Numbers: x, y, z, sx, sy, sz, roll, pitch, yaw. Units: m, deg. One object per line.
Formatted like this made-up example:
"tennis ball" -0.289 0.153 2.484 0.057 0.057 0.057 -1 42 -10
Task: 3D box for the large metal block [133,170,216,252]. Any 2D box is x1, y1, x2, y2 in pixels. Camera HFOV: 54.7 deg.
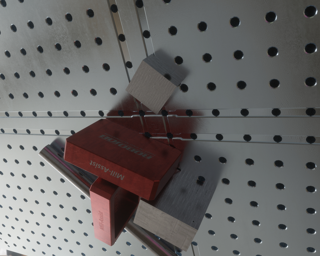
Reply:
"large metal block" 0.021 0.107 0.430 0.080 0.080 0.050 26 127 12

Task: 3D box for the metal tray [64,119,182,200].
"metal tray" -0.047 0.036 0.412 0.130 0.090 0.030 22 117 14

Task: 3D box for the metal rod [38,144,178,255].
"metal rod" -0.088 0.136 0.539 0.300 0.025 0.025 41 129 -1

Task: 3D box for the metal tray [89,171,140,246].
"metal tray" -0.059 0.099 0.447 0.030 0.090 0.129 22 135 16

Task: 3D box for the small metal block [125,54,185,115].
"small metal block" -0.007 -0.053 0.381 0.050 0.025 0.050 38 129 2
